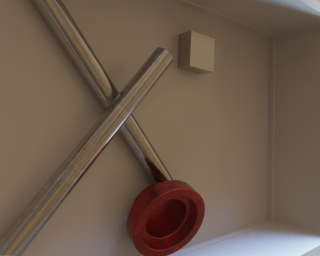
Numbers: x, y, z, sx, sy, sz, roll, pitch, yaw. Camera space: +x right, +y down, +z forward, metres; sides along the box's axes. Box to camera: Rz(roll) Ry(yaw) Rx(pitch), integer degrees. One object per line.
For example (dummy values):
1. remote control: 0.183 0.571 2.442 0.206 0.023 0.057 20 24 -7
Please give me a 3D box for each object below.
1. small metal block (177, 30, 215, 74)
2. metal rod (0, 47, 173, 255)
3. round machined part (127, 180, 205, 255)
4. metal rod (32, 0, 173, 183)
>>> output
1. small metal block: 0.053 -0.109 0.454 0.050 0.025 0.050 4 87 -40
2. metal rod: -0.079 0.029 0.319 0.025 0.025 0.300 47 69 -30
3. round machined part: 0.004 0.107 0.386 0.099 0.042 0.097 -12 117 -25
4. metal rod: -0.064 -0.044 0.354 0.025 0.025 0.299 -46 118 -31
